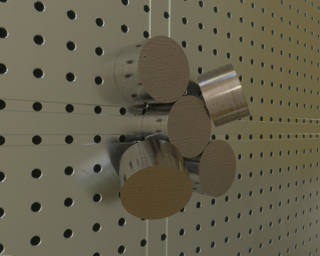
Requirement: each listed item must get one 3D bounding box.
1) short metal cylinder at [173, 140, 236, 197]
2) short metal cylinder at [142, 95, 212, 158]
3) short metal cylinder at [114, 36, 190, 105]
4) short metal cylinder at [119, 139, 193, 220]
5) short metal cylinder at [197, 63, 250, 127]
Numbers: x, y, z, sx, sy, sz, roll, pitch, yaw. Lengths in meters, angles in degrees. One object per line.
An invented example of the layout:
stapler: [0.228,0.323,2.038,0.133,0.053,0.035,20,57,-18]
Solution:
short metal cylinder: [0.065,0.056,0.450,0.081,0.050,0.079,0,90,-40]
short metal cylinder: [0.023,-0.002,0.414,0.081,0.050,0.079,0,90,-40]
short metal cylinder: [-0.009,-0.069,0.386,0.081,0.050,0.079,0,90,-40]
short metal cylinder: [-0.007,0.060,0.362,0.081,0.050,0.079,-5,121,-7]
short metal cylinder: [0.091,-0.047,0.445,0.080,0.050,0.080,-21,90,-78]
